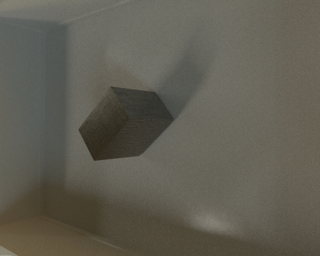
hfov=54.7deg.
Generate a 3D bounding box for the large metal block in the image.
[{"bbox_3d":[-0.044,-0.004,0.401,0.080,0.081,0.050,-47,62,29],"label":"large metal block"}]
